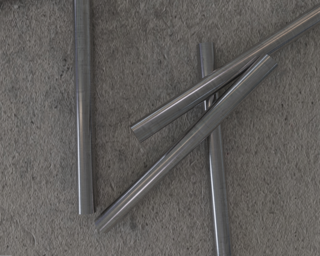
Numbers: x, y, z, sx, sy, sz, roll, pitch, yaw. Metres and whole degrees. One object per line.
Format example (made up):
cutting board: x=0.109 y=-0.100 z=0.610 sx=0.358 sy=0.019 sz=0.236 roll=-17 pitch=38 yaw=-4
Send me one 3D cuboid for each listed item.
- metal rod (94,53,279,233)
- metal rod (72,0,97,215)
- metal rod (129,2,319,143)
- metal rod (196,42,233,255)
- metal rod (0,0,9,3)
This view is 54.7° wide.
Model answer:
metal rod: x=0.028 y=0.024 z=0.391 sx=0.025 sy=0.025 sz=0.300 roll=45 pitch=97 yaw=0
metal rod: x=-0.100 y=-0.038 z=0.408 sx=0.025 sy=0.025 sz=0.298 roll=-1 pitch=90 yaw=0
metal rod: x=0.094 y=-0.074 z=0.389 sx=0.301 sy=0.025 sz=0.025 roll=-33 pitch=90 yaw=-9
metal rod: x=0.073 y=0.038 z=0.410 sx=0.025 sy=0.025 sz=0.298 roll=-5 pitch=90 yaw=0
metal rod: x=-0.161 y=-0.197 z=0.408 sx=0.301 sy=0.025 sz=0.025 roll=-20 pitch=90 yaw=0
